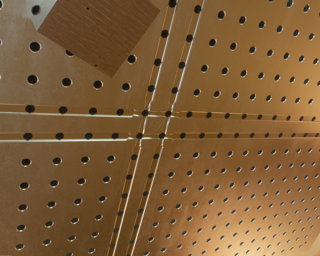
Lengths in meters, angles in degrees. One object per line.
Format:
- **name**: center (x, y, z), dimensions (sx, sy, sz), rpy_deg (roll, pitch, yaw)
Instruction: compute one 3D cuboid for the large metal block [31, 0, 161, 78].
- **large metal block**: center (-0.062, -0.108, 0.295), dimensions (0.080, 0.050, 0.080), rpy_deg (30, 101, -38)
